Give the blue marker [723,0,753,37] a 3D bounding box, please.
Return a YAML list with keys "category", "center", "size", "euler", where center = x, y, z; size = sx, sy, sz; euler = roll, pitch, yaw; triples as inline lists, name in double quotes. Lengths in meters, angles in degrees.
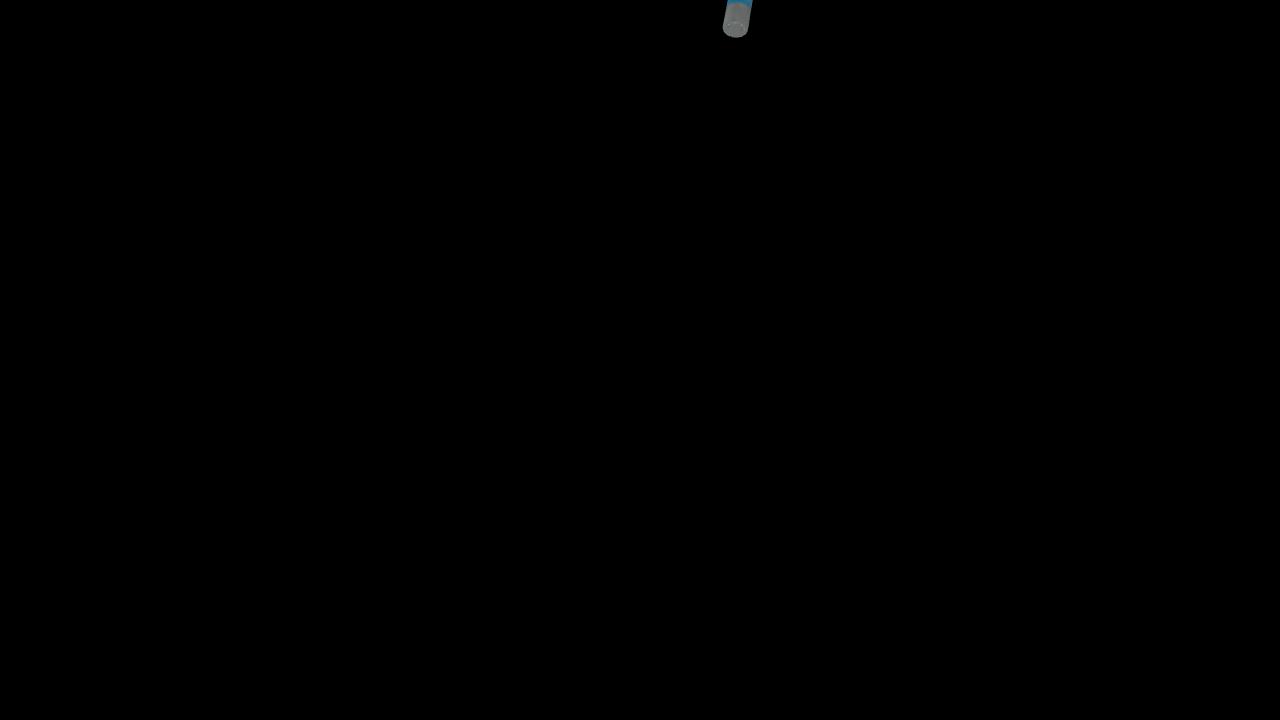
- category: "blue marker"
  center: [0.080, -0.300, 0.457]
  size: [0.020, 0.121, 0.020]
  euler: [10, -8, 1]
